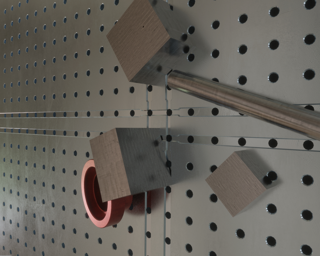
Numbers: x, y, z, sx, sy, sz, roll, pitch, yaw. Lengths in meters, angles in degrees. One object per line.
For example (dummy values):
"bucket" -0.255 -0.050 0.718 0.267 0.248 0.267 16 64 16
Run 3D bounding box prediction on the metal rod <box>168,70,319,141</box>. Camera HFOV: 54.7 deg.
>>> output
"metal rod" 0.127 -0.011 0.304 0.300 0.025 0.025 25 106 37

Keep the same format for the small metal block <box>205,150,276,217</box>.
"small metal block" 0.086 0.060 0.338 0.050 0.025 0.050 -51 60 28

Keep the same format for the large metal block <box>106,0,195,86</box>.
"large metal block" -0.014 -0.114 0.405 0.080 0.050 0.080 -41 66 32

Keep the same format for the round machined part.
"round machined part" -0.075 0.091 0.451 0.098 0.042 0.097 9 102 52

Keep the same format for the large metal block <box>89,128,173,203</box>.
"large metal block" -0.036 0.045 0.403 0.050 0.081 0.080 -24 75 36
